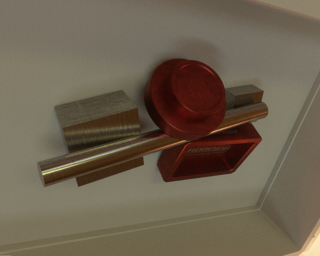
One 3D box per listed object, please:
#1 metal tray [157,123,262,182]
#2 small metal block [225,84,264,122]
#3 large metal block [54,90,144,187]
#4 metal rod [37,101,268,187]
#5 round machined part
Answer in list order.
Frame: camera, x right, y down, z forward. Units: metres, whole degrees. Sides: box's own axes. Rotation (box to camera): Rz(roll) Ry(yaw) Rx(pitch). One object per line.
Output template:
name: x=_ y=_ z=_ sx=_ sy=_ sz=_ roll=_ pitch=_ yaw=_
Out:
metal tray: x=0.071 y=0.035 z=0.448 sx=0.131 sy=0.030 sz=0.089 roll=-2 pitch=139 yaw=-29
small metal block: x=0.119 y=-0.033 z=0.453 sx=0.050 sy=0.025 sz=0.050 roll=-11 pitch=123 yaw=-23
large metal block: x=-0.069 y=0.011 z=0.360 sx=0.081 sy=0.050 sz=0.079 roll=-17 pitch=125 yaw=-19
metal rod: x=0.015 y=0.009 z=0.364 sx=0.303 sy=0.025 sz=0.025 roll=-15 pitch=125 yaw=-29
round machined part: x=0.035 y=-0.038 z=0.354 sx=0.099 sy=0.098 sz=0.042 roll=-5 pitch=161 yaw=-27
